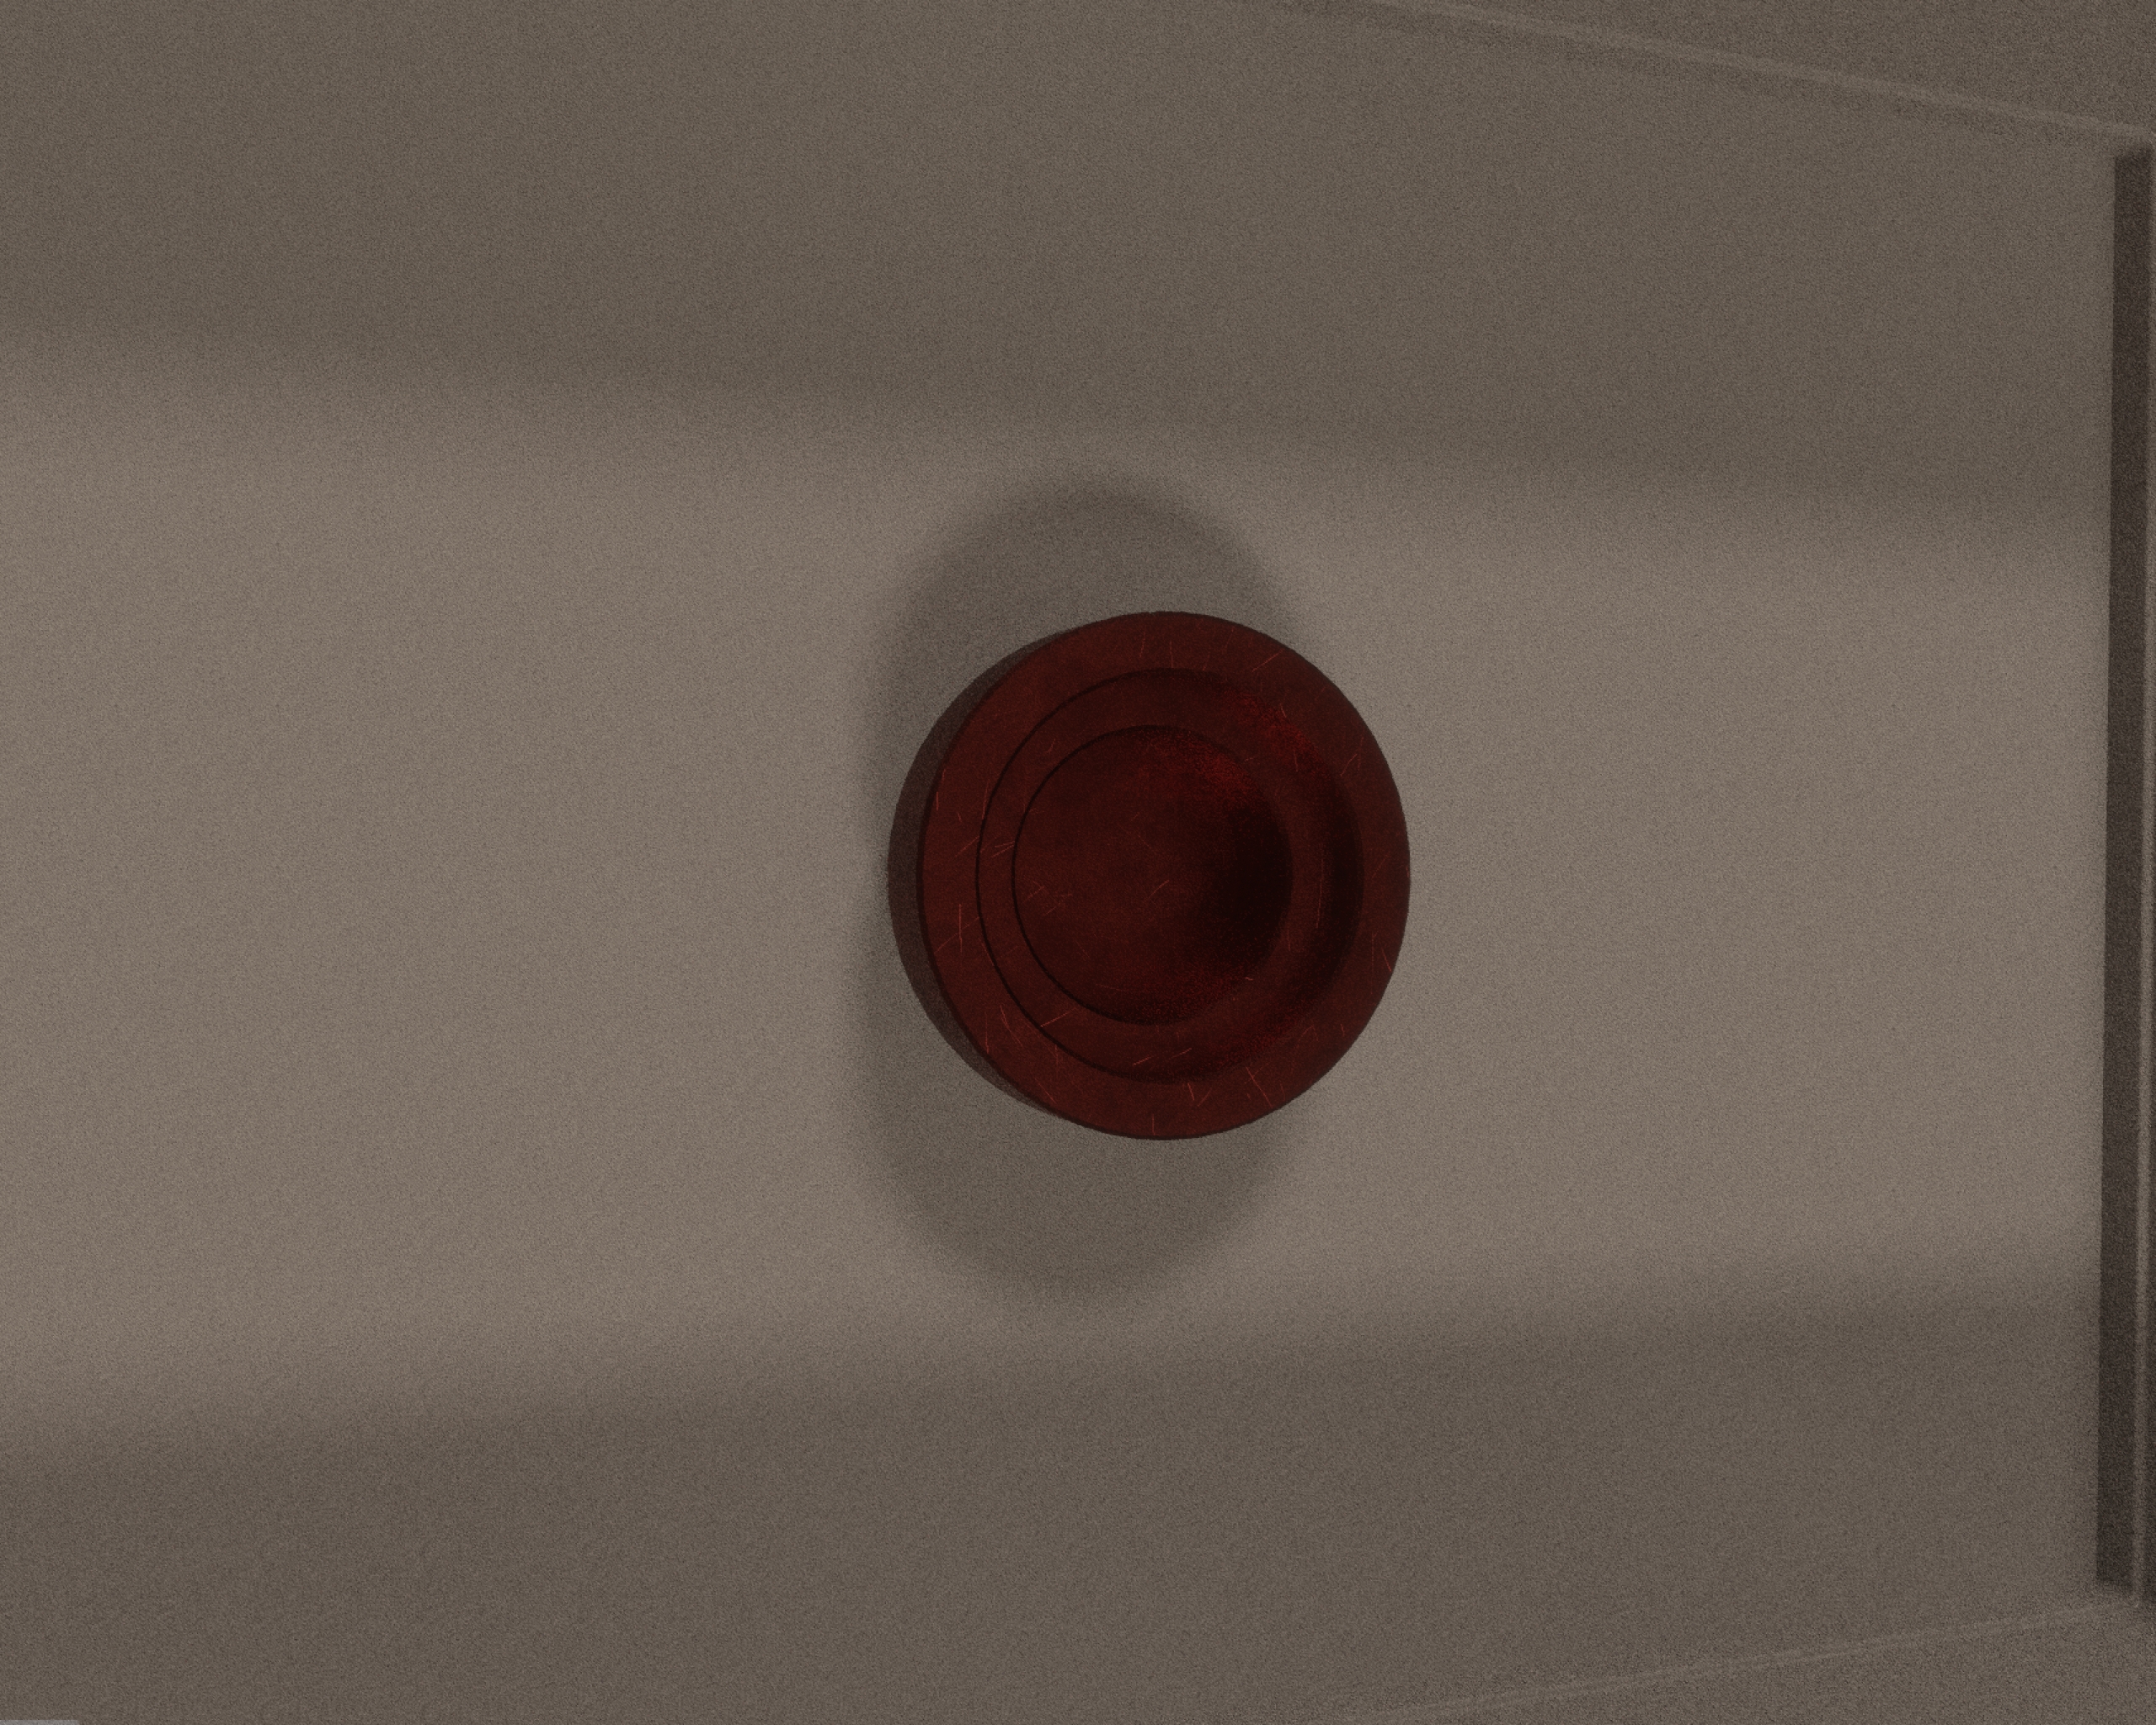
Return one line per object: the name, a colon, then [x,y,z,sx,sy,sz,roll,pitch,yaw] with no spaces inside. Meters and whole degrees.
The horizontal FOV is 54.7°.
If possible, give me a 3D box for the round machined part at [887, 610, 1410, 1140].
round machined part: [0.011,0.002,0.403,0.099,0.042,0.097,0,90,-21]
